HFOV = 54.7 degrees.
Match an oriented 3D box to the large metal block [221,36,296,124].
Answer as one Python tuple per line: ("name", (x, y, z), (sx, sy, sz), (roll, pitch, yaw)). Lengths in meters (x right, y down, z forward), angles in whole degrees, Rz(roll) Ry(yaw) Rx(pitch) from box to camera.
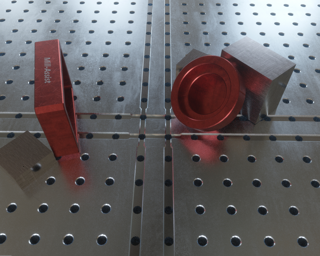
("large metal block", (0.126, -0.066, 0.429), (0.050, 0.080, 0.080), (-33, 58, -26))

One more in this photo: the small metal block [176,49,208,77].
("small metal block", (0.060, -0.094, 0.487), (0.050, 0.025, 0.050), (29, 55, 21))

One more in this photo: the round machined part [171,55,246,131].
("round machined part", (0.067, -0.043, 0.412), (0.098, 0.042, 0.098), (-9, 74, 34))

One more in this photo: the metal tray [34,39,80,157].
("metal tray", (-0.132, -0.040, 0.397), (0.030, 0.089, 0.130), (-11, 51, -9))

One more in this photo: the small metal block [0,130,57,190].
("small metal block", (-0.163, 0.038, 0.374), (0.050, 0.025, 0.050), (34, 57, 24))
